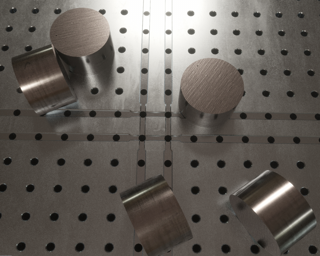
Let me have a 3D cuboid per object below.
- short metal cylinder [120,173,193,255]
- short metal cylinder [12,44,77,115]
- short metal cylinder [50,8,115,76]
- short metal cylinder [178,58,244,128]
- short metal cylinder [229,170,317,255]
[{"bbox_3d":[-0.005,0.098,0.347,0.050,0.080,0.080,-26,72,-9],"label":"short metal cylinder"},{"bbox_3d":[-0.148,-0.062,0.404,0.050,0.080,0.080,-23,72,-8],"label":"short metal cylinder"},{"bbox_3d":[-0.108,-0.122,0.442,0.081,0.050,0.080,0,70,-1],"label":"short metal cylinder"},{"bbox_3d":[0.066,-0.046,0.416,0.081,0.050,0.080,0,70,0],"label":"short metal cylinder"},{"bbox_3d":[0.124,0.095,0.349,0.050,0.080,0.080,-33,74,-11],"label":"short metal cylinder"}]
